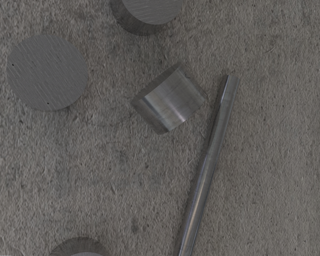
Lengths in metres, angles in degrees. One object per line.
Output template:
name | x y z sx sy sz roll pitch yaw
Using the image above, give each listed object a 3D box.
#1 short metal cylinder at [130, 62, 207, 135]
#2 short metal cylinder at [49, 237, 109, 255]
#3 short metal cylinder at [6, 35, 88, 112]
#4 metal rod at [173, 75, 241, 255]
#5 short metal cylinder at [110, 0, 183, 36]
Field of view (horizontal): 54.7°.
short metal cylinder | 0.010 -0.037 0.383 0.080 0.080 0.050 -44 104 -15
short metal cylinder | -0.094 0.176 0.361 0.081 0.050 0.079 0 90 -20
short metal cylinder | -0.126 -0.059 0.349 0.081 0.050 0.079 0 90 -20
metal rod | 0.061 0.071 0.431 0.025 0.025 0.299 19 84 -19
short metal cylinder | -0.018 -0.162 0.389 0.081 0.050 0.079 0 90 -20
